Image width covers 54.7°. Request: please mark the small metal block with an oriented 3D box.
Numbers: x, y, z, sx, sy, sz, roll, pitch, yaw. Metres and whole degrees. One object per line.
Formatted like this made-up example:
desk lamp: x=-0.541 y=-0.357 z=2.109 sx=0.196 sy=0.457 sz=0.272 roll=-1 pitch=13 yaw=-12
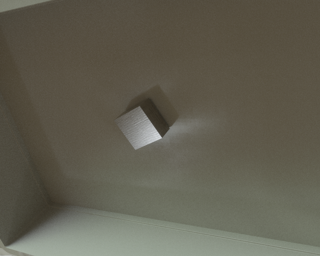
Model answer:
small metal block: x=-0.024 y=-0.005 z=0.413 sx=0.050 sy=0.025 sz=0.050 roll=-26 pitch=105 yaw=36
